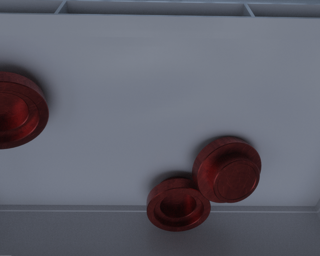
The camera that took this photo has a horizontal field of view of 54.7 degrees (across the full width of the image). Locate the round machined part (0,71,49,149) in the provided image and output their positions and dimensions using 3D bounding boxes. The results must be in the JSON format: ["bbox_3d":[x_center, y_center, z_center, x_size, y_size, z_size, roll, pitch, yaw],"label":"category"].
[{"bbox_3d":[-0.184,-0.024,0.360,0.099,0.042,0.097,-17,137,-17],"label":"round machined part"}]

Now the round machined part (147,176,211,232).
[{"bbox_3d":[0.028,0.116,0.491,0.099,0.042,0.097,-2,123,-2],"label":"round machined part"}]

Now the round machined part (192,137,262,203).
[{"bbox_3d":[0.098,0.065,0.432,0.099,0.042,0.097,-6,114,-14],"label":"round machined part"}]
